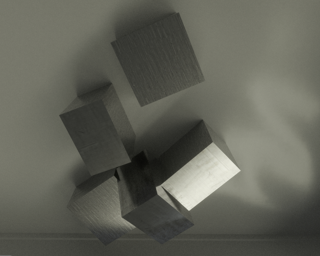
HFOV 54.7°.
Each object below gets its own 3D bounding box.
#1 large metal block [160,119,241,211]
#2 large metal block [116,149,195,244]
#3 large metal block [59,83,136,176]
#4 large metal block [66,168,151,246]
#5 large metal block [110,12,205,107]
[{"bbox_3d":[0.047,0.045,0.399,0.080,0.080,0.050,-41,105,13],"label":"large metal block"},{"bbox_3d":[-0.008,0.087,0.397,0.050,0.080,0.080,-35,125,12],"label":"large metal block"},{"bbox_3d":[-0.071,-0.001,0.381,0.050,0.080,0.080,-20,109,7],"label":"large metal block"},{"bbox_3d":[-0.067,0.104,0.435,0.080,0.050,0.080,-35,107,11],"label":"large metal block"},{"bbox_3d":[-0.001,-0.082,0.368,0.080,0.050,0.080,-22,109,7],"label":"large metal block"}]
